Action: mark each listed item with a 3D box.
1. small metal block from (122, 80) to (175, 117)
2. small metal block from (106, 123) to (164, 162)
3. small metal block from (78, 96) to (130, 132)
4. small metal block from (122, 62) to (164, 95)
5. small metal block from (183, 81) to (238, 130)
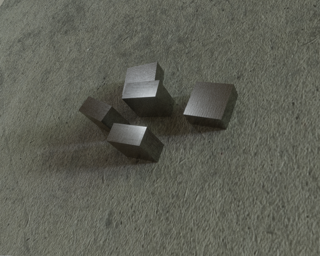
[{"bbox_3d":[-0.015,-0.038,0.419,0.050,0.050,0.025,-1,62,28],"label":"small metal block"},{"bbox_3d":[-0.030,0.019,0.392,0.050,0.050,0.025,7,65,31],"label":"small metal block"},{"bbox_3d":[-0.078,-0.015,0.438,0.050,0.050,0.025,24,75,36],"label":"small metal block"},{"bbox_3d":[-0.024,-0.066,0.457,0.050,0.025,0.050,-7,58,24],"label":"small metal block"},{"bbox_3d":[0.064,-0.029,0.388,0.050,0.025,0.050,10,67,32],"label":"small metal block"}]
